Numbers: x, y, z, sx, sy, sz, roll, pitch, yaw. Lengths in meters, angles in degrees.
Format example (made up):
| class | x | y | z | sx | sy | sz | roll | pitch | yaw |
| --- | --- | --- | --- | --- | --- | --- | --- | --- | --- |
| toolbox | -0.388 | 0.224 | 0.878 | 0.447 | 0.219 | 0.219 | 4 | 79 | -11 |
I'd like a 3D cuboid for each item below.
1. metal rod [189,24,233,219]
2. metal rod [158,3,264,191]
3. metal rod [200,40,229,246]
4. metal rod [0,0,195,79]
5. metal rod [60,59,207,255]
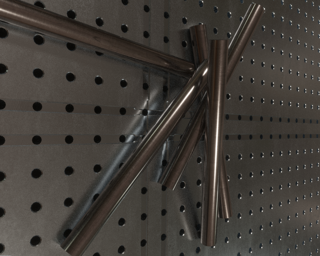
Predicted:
| class | x | y | z | sx | sy | sz | roll | pitch | yaw |
| --- | --- | --- | --- | --- | --- | --- | --- | --- | --- |
| metal rod | 0.080 | -0.005 | 0.478 | 0.025 | 0.025 | 0.298 | -17 | 101 | -39 |
| metal rod | 0.078 | -0.051 | 0.445 | 0.025 | 0.025 | 0.299 | 35 | 78 | -35 |
| metal rod | 0.074 | 0.032 | 0.430 | 0.025 | 0.025 | 0.298 | -15 | 113 | -39 |
| metal rod | -0.074 | -0.100 | 0.348 | 0.302 | 0.025 | 0.025 | 9 | 85 | -40 |
| metal rod | -0.012 | 0.022 | 0.386 | 0.025 | 0.025 | 0.301 | 50 | 65 | -29 |
